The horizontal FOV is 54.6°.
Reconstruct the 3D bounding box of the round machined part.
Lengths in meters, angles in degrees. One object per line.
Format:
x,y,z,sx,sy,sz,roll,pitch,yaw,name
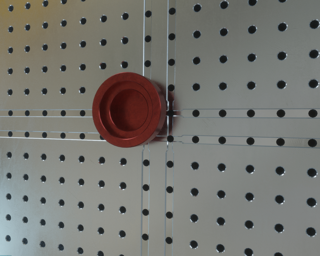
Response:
-0.038,-0.023,0.417,0.098,0.042,0.097,0,90,20,round machined part
